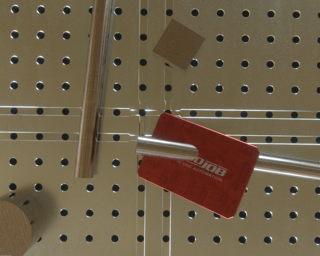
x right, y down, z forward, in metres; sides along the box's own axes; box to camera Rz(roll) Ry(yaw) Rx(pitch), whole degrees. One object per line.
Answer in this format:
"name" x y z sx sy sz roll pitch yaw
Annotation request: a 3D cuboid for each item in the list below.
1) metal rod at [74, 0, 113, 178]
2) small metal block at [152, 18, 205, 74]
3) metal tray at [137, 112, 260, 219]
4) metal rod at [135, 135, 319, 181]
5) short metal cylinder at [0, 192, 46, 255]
"metal rod" -0.085 -0.084 0.412 0.025 0.025 0.298 6 90 -1
"small metal block" 0.024 -0.108 0.414 0.050 0.025 0.050 32 90 -1
"metal tray" 0.047 0.044 0.390 0.130 0.030 0.090 22 90 20
"metal rod" 0.120 0.044 0.398 0.302 0.025 0.025 9 90 -7
"short metal cylinder" -0.196 0.127 0.398 0.081 0.050 0.079 0 90 -1
